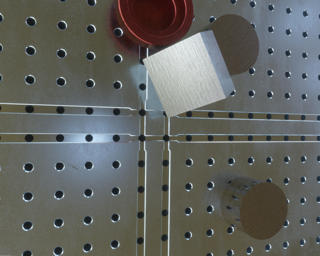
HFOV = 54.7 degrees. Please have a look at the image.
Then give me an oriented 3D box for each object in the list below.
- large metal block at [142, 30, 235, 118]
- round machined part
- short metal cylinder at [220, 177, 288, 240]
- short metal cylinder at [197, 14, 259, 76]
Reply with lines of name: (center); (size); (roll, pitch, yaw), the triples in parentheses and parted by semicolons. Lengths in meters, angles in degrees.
large metal block: (0.038, -0.068, 0.391); (0.050, 0.080, 0.080); (-38, 107, -58)
round machined part: (-0.010, -0.150, 0.401); (0.099, 0.042, 0.097); (0, 90, -21)
short metal cylinder: (0.136, 0.114, 0.452); (0.081, 0.050, 0.079); (0, 90, -20)
short metal cylinder: (0.090, -0.111, 0.434); (0.081, 0.050, 0.079); (0, 90, -20)
